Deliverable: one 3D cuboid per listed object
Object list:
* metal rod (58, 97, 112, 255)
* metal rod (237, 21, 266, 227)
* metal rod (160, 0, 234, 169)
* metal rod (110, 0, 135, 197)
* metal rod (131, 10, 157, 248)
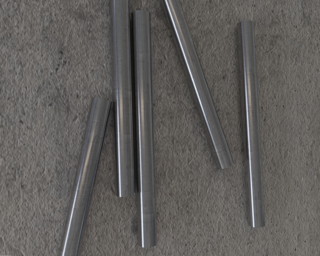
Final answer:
[{"bbox_3d":[-0.100,0.111,0.372,0.025,0.025,0.298,12,86,-20],"label":"metal rod"},{"bbox_3d":[0.135,-0.005,0.458,0.025,0.025,0.298,-4,92,-20],"label":"metal rod"},{"bbox_3d":[0.044,-0.086,0.424,0.025,0.025,0.298,-22,98,-19],"label":"metal rod"},{"bbox_3d":[-0.048,-0.065,0.391,0.025,0.025,0.298,-2,91,-20],"label":"metal rod"},{"bbox_3d":[-0.020,0.002,0.401,0.025,0.025,0.298,-2,91,-20],"label":"metal rod"}]
